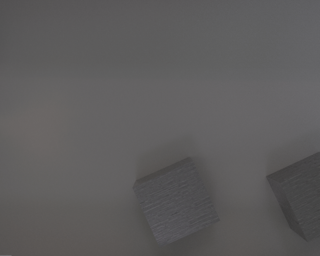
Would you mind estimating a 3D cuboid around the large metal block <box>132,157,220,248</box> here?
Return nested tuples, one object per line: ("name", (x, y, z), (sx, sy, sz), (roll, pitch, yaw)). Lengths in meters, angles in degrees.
("large metal block", (0.020, 0.092, 0.399), (0.080, 0.050, 0.080), (-24, 90, 0))

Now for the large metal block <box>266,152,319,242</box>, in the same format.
("large metal block", (0.199, 0.086, 0.400), (0.080, 0.050, 0.080), (-25, 90, 0))
